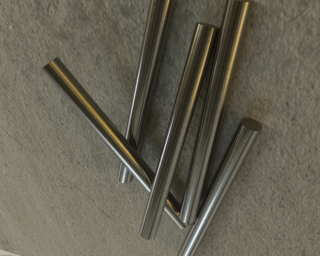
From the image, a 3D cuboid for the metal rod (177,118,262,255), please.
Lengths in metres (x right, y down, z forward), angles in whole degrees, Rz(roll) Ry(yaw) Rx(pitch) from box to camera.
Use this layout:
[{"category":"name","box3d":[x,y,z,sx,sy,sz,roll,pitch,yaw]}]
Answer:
[{"category":"metal rod","box3d":[0.071,0.111,0.437,0.025,0.025,0.298,25,127,12]}]

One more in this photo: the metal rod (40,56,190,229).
[{"category":"metal rod","box3d":[-0.045,0.034,0.417,0.025,0.025,0.300,-20,119,35]}]

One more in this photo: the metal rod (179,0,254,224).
[{"category":"metal rod","box3d":[0.057,0.004,0.370,0.025,0.025,0.298,19,124,17]}]

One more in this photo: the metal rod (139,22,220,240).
[{"category":"metal rod","box3d":[0.016,0.024,0.383,0.025,0.025,0.298,22,118,14]}]

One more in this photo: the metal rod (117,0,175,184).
[{"category":"metal rod","box3d":[-0.022,-0.039,0.392,0.025,0.025,0.298,25,127,13]}]
